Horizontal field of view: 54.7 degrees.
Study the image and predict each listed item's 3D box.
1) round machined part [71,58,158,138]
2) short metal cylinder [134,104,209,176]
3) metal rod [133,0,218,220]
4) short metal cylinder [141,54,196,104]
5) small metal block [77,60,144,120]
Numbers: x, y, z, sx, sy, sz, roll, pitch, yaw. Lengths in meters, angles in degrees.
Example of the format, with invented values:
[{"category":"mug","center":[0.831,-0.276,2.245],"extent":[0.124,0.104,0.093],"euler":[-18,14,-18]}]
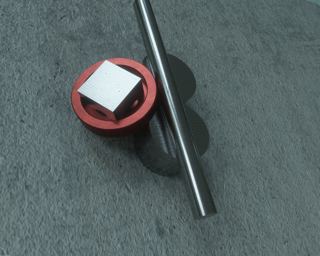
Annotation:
[{"category":"round machined part","center":[-0.051,-0.032,0.370],"extent":[0.099,0.042,0.098],"euler":[-2,63,3]},{"category":"short metal cylinder","center":[0.014,0.014,0.388],"extent":[0.081,0.050,0.080],"euler":[14,55,-20]},{"category":"metal rod","center":[0.010,-0.042,0.373],"extent":[0.025,0.025,0.299],"euler":[-1,62,-29]},{"category":"short metal cylinder","center":[0.002,-0.057,0.425],"extent":[0.081,0.050,0.080],"euler":[14,56,-21]},{"category":"small metal block","center":[-0.055,-0.042,0.349],"extent":[0.050,0.025,0.050],"euler":[30,69,18]}]
